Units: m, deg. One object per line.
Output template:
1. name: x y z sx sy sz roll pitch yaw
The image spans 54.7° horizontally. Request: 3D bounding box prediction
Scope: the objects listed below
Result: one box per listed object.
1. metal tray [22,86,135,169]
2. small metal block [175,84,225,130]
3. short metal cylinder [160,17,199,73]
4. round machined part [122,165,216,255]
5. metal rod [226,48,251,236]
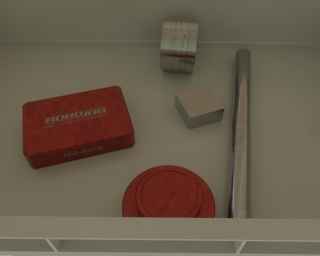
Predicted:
1. metal tray: -0.106 -0.005 0.404 0.131 0.030 0.090 -12 51 -11
2. small metal block: 0.054 -0.030 0.431 0.050 0.025 0.050 -16 52 -13
3. short metal cylinder: 0.030 -0.127 0.477 0.050 0.080 0.080 6 50 4
4. round machined part: 0.009 0.080 0.327 0.099 0.042 0.098 0 50 0
5. metal rod: 0.108 -0.007 0.412 0.025 0.025 0.300 9 50 7
